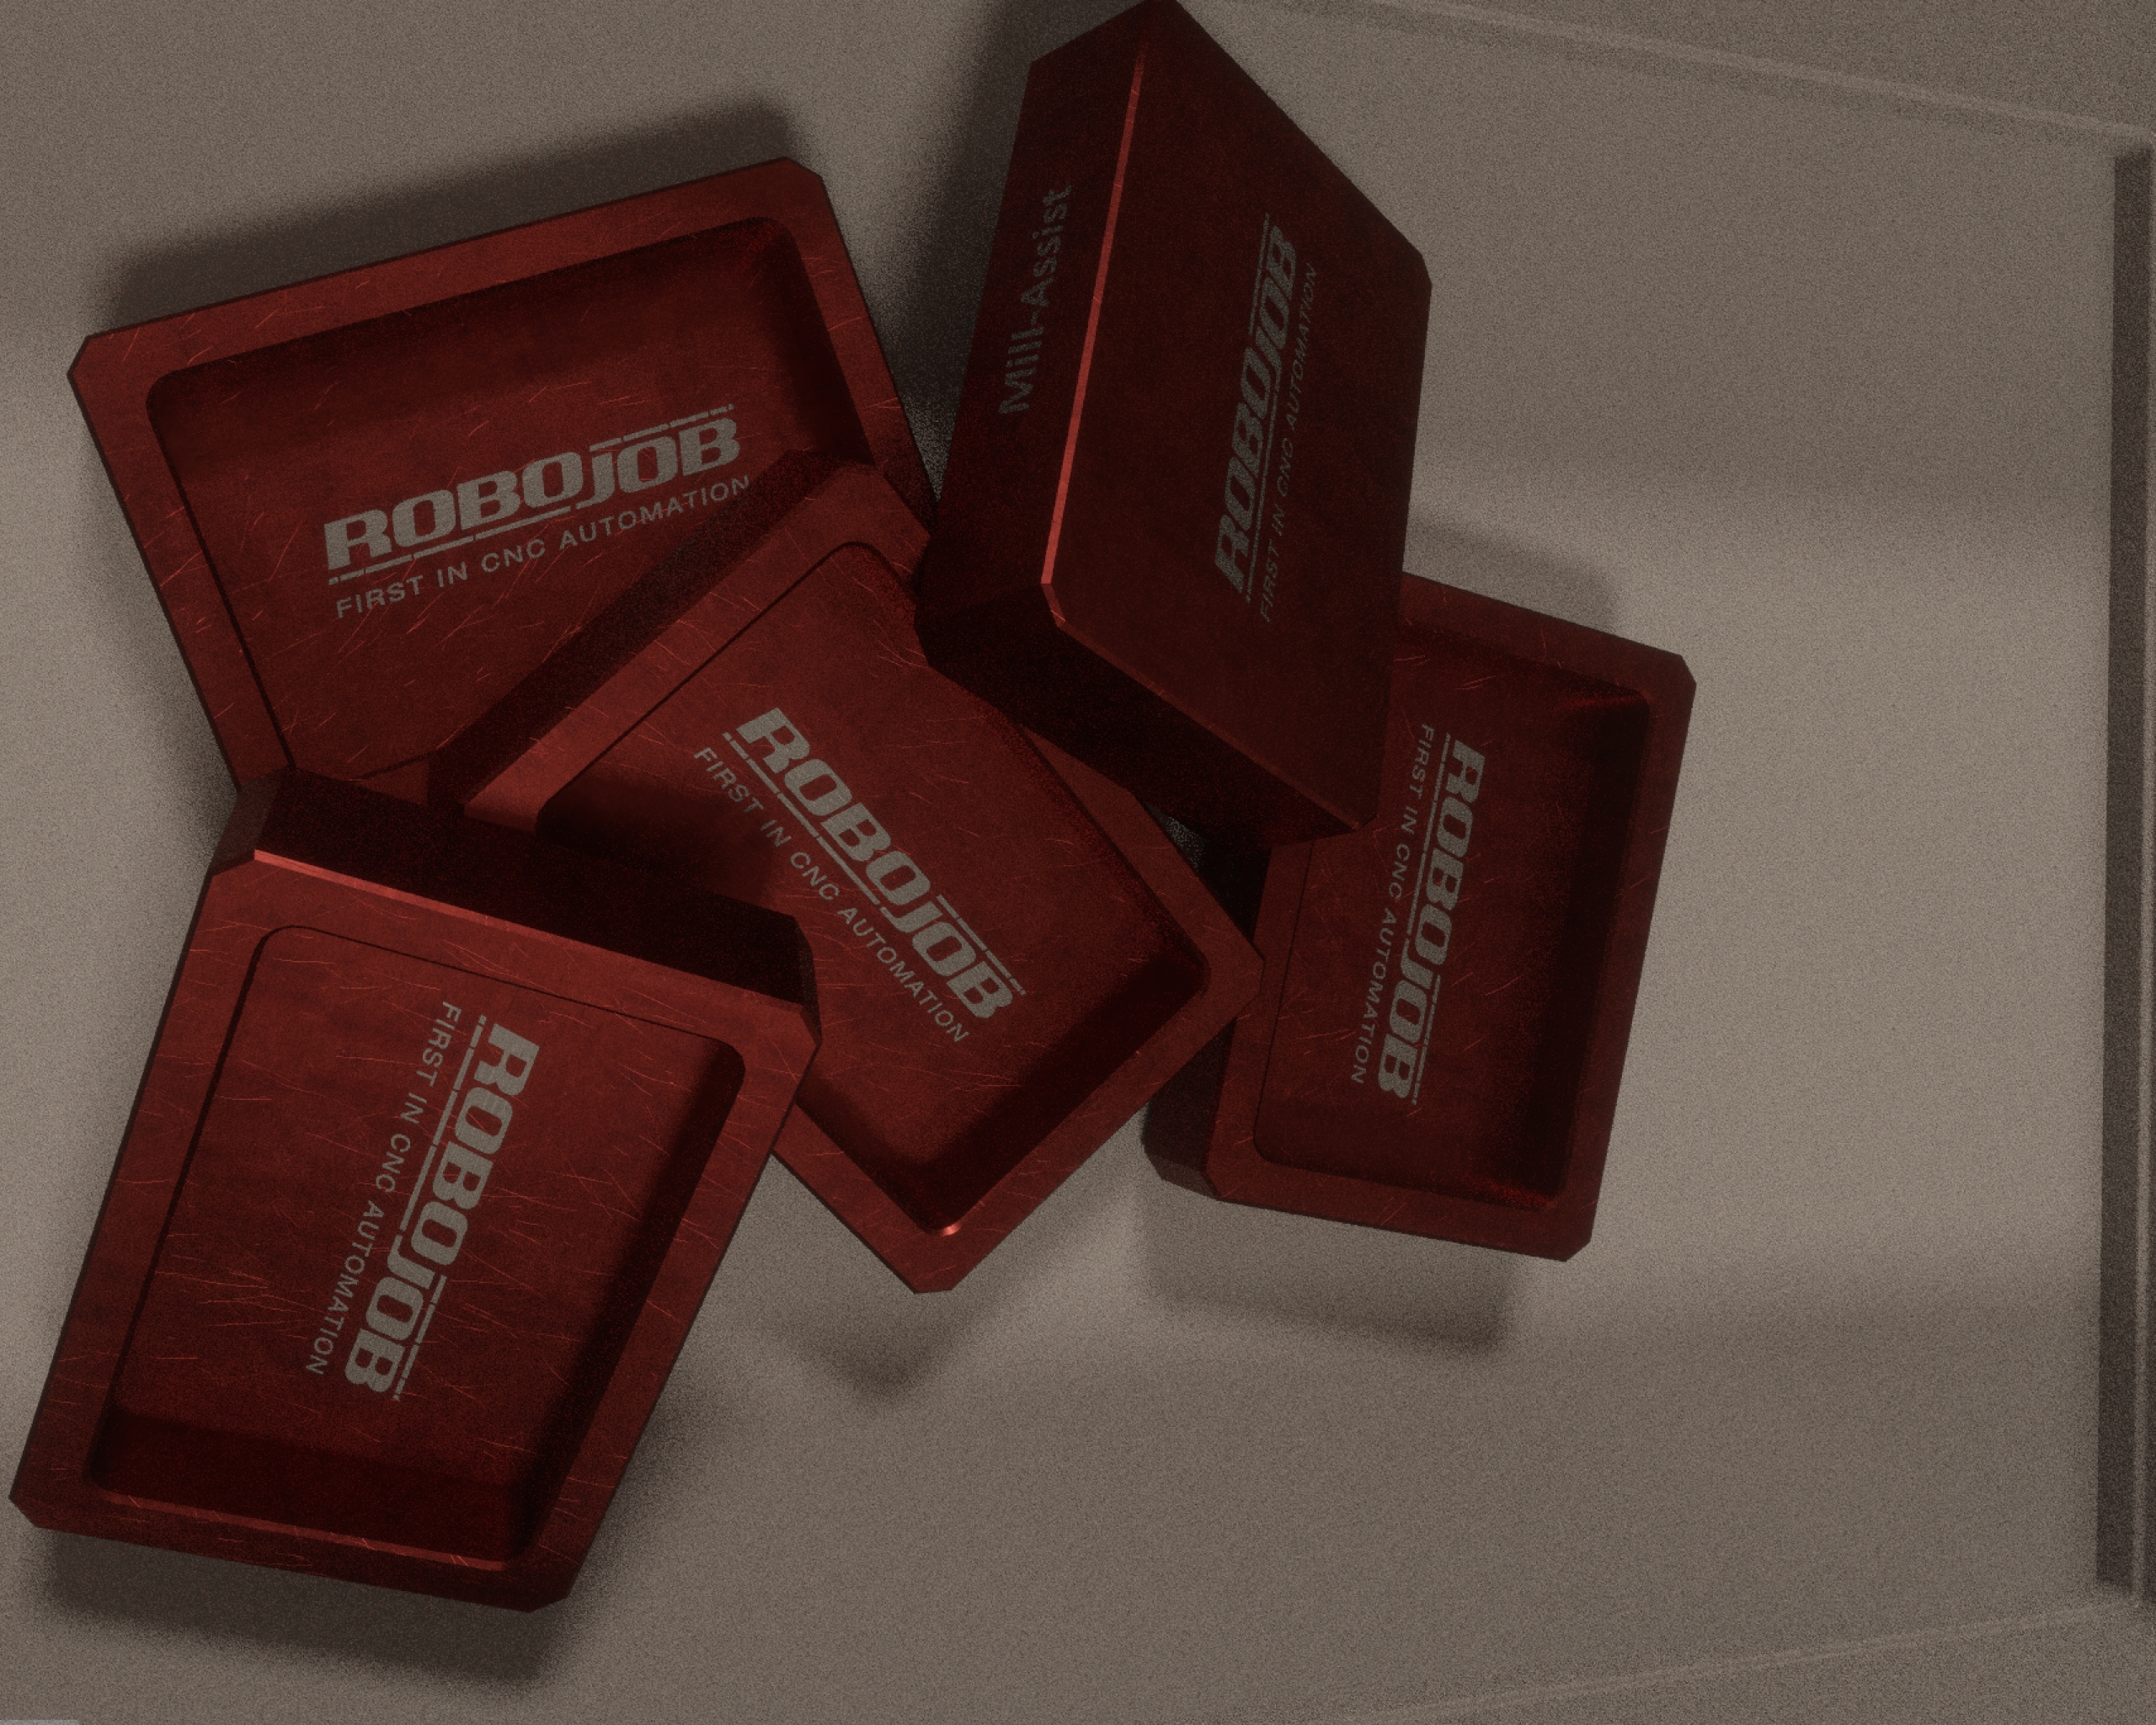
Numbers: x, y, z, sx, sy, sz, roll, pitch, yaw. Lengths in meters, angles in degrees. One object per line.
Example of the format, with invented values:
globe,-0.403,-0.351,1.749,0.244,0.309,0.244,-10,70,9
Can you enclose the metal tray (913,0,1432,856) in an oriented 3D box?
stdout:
metal tray,0.023,-0.077,0.379,0.090,0.030,0.130,31,59,-41

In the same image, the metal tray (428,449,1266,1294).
metal tray,-0.036,0.004,0.371,0.090,0.030,0.130,-43,119,-8

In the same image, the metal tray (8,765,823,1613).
metal tray,-0.106,0.058,0.336,0.091,0.030,0.129,18,112,-20

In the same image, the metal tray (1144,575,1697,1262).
metal tray,0.072,0.011,0.434,0.091,0.030,0.129,13,85,-20

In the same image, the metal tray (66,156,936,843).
metal tray,-0.095,-0.063,0.371,0.131,0.030,0.090,-22,98,-19
